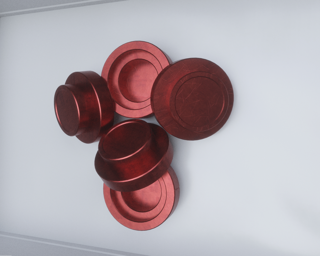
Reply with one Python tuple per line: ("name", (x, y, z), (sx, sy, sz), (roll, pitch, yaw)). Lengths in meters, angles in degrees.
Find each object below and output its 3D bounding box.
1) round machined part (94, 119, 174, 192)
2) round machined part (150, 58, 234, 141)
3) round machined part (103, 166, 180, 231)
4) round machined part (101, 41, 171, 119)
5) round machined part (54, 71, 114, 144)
("round machined part", (-0.036, 0.026, 0.382), (0.098, 0.098, 0.042), (-7, 132, 20))
("round machined part", (0.040, -0.033, 0.361), (0.099, 0.042, 0.097), (-2, 101, -10))
("round machined part", (-0.021, 0.080, 0.406), (0.098, 0.042, 0.097), (0, 90, 20))
("round machined part", (-0.024, -0.061, 0.407), (0.098, 0.042, 0.097), (0, 90, 20))
("round machined part", (-0.107, -0.026, 0.414), (0.098, 0.042, 0.097), (17, 113, 44))
